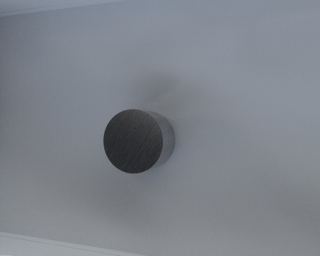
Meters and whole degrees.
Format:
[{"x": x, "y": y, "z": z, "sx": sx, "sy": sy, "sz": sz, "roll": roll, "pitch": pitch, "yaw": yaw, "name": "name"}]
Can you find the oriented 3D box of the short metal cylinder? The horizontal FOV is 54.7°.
[{"x": -0.026, "y": 0.016, "z": 0.405, "sx": 0.080, "sy": 0.050, "sz": 0.079, "roll": 0, "pitch": 90, "yaw": 19, "name": "short metal cylinder"}]
